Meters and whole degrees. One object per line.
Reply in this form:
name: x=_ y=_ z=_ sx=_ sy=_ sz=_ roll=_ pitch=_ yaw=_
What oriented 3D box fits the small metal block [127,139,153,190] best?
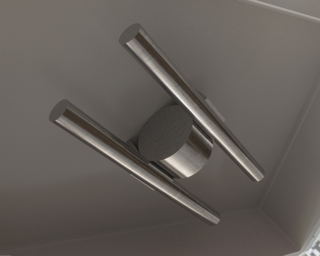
small metal block: x=-0.024 y=0.049 z=0.409 sx=0.025 sy=0.050 sz=0.050 roll=-45 pitch=130 yaw=3

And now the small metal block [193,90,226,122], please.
small metal block: x=0.051 y=-0.026 z=0.403 sx=0.025 sy=0.050 sz=0.050 roll=-45 pitch=130 yaw=3

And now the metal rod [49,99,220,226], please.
metal rod: x=-0.006 y=0.061 z=0.379 sx=0.025 sy=0.025 sz=0.300 roll=-46 pitch=129 yaw=3

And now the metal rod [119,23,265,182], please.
metal rod: x=0.059 y=-0.007 z=0.372 sx=0.025 sy=0.025 sz=0.300 roll=-46 pitch=130 yaw=3

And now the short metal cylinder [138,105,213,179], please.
short metal cylinder: x=0.020 y=0.018 z=0.394 sx=0.080 sy=0.080 sz=0.050 roll=-45 pitch=130 yaw=3
